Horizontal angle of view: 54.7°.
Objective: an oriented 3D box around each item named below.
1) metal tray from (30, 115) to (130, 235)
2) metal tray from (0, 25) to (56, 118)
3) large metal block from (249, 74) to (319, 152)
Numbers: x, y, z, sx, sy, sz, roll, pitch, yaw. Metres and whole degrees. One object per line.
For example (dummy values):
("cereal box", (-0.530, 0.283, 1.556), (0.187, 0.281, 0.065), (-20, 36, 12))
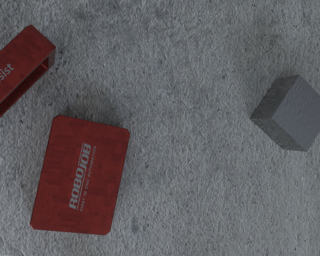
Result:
("metal tray", (-0.094, 0.056, 0.372), (0.091, 0.030, 0.129), (13, 86, -20))
("metal tray", (-0.163, -0.038, 0.314), (0.030, 0.090, 0.130), (43, 76, -15))
("large metal block", (0.198, -0.021, 0.469), (0.080, 0.050, 0.080), (39, 78, -16))
